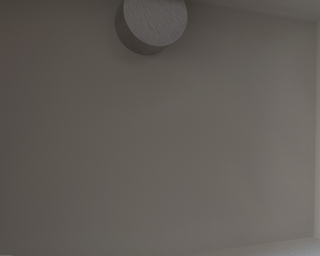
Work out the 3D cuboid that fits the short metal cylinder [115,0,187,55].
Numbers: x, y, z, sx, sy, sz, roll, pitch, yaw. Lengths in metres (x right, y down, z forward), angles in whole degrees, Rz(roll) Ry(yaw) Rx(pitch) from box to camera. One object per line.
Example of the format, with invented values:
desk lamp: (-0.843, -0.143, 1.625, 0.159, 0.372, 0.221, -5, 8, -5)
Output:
short metal cylinder: (-0.013, -0.137, 0.392, 0.081, 0.050, 0.080, 0, 90, -20)
